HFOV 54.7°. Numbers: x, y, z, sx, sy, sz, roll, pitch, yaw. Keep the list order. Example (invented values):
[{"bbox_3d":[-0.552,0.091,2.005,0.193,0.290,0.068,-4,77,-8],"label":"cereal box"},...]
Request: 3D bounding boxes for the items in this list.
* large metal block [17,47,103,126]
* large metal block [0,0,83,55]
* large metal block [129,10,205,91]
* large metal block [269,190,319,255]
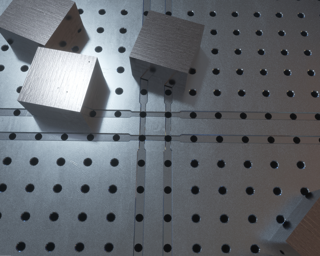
[{"bbox_3d":[-0.130,-0.055,0.417,0.080,0.050,0.080,11,70,3],"label":"large metal block"},{"bbox_3d":[-0.173,-0.151,0.451,0.080,0.050,0.080,23,72,8],"label":"large metal block"},{"bbox_3d":[0.010,-0.109,0.439,0.080,0.050,0.080,18,71,6],"label":"large metal block"},{"bbox_3d":[0.190,0.128,0.354,0.080,0.050,0.080,42,75,13],"label":"large metal block"}]
